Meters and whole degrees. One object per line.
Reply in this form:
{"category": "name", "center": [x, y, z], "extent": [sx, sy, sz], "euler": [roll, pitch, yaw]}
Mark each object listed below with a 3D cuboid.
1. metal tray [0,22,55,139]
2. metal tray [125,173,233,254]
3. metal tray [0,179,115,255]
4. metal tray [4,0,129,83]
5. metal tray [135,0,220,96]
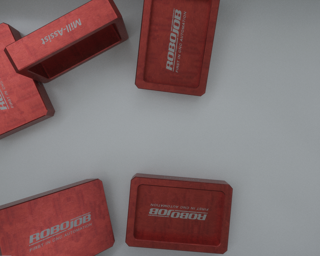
{"category": "metal tray", "center": [-0.208, -0.059, 0.406], "extent": [0.090, 0.030, 0.129], "euler": [-24, 90, -1]}
{"category": "metal tray", "center": [0.024, 0.111, 0.409], "extent": [0.131, 0.030, 0.089], "euler": [5, 90, -1]}
{"category": "metal tray", "center": [-0.122, 0.120, 0.367], "extent": [0.131, 0.030, 0.089], "euler": [-12, 90, -44]}
{"category": "metal tray", "center": [-0.106, -0.104, 0.377], "extent": [0.130, 0.090, 0.030], "euler": [-29, 90, -1]}
{"category": "metal tray", "center": [0.021, -0.111, 0.395], "extent": [0.091, 0.030, 0.129], "euler": [7, 103, -1]}
